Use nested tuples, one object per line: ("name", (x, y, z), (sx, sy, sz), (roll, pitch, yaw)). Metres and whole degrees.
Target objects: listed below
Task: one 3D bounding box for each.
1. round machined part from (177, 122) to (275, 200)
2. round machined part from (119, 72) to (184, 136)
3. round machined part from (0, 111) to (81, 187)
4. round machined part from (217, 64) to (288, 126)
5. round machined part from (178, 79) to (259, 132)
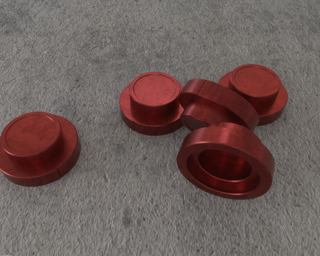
("round machined part", (0.071, 0.032, 0.330), (0.098, 0.097, 0.042), (16, 52, 13))
("round machined part", (-0.007, -0.040, 0.426), (0.099, 0.042, 0.098), (0, 50, 0))
("round machined part", (-0.150, 0.018, 0.376), (0.099, 0.042, 0.098), (0, 50, 0))
("round machined part", (0.130, -0.053, 0.438), (0.099, 0.042, 0.098), (0, 50, 0))
("round machined part", (0.063, -0.012, 0.371), (0.098, 0.098, 0.042), (27, 77, 21))
